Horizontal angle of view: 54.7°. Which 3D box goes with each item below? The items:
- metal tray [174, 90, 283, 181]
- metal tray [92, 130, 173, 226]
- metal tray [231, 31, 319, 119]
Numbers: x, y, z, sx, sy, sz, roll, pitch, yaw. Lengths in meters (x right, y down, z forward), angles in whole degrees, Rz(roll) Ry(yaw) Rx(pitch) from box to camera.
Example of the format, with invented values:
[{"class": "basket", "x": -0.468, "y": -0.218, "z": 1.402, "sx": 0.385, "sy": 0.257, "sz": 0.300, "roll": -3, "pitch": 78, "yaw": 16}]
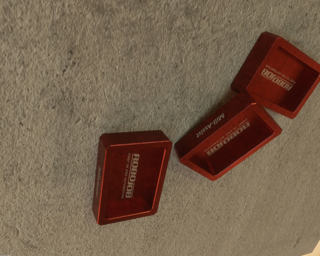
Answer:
[{"class": "metal tray", "x": 0.097, "y": 0.016, "z": 0.445, "sx": 0.130, "sy": 0.030, "sz": 0.090, "roll": -41, "pitch": 131, "yaw": 19}, {"class": "metal tray", "x": -0.040, "y": 0.068, "z": 0.423, "sx": 0.091, "sy": 0.030, "sz": 0.129, "roll": -3, "pitch": 120, "yaw": -27}, {"class": "metal tray", "x": 0.176, "y": -0.072, "z": 0.454, "sx": 0.131, "sy": 0.030, "sz": 0.089, "roll": 17, "pitch": 110, "yaw": -35}]
